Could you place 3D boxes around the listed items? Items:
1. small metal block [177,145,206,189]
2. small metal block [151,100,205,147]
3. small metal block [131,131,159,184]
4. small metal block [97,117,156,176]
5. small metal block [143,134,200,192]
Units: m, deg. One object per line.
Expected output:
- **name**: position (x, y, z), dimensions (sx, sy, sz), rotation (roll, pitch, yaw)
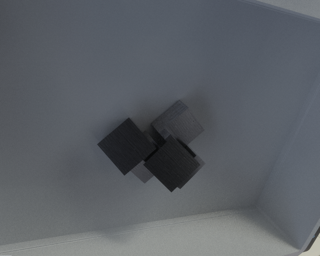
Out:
- **small metal block**: position (0.028, 0.048, 0.437), dimensions (0.050, 0.050, 0.025), rotation (-46, 130, 4)
- **small metal block**: position (0.025, -0.001, 0.421), dimensions (0.050, 0.025, 0.050), rotation (-41, 130, -1)
- **small metal block**: position (-0.020, 0.040, 0.422), dimensions (0.050, 0.025, 0.050), rotation (-41, 130, -1)
- **small metal block**: position (-0.040, 0.022, 0.384), dimensions (0.050, 0.025, 0.050), rotation (-41, 91, -1)
- **small metal block**: position (0.014, 0.044, 0.395), dimensions (0.050, 0.025, 0.050), rotation (-44, 96, 2)
